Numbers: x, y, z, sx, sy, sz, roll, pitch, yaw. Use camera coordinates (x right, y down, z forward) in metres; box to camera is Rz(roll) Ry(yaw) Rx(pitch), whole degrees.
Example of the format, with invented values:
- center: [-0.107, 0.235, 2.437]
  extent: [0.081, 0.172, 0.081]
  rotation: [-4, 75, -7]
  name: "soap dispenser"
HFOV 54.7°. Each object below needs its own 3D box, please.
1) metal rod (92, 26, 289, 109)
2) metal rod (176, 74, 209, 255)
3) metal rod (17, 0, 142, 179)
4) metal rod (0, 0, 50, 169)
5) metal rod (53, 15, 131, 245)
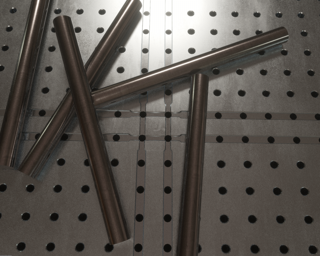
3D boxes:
- center: [0.045, -0.088, 0.444]
  extent: [0.302, 0.025, 0.025]
  rotation: [-20, 72, -8]
  name: "metal rod"
- center: [0.040, 0.069, 0.386]
  extent: [0.025, 0.025, 0.299]
  rotation: [6, 70, 2]
  name: "metal rod"
- center: [-0.103, -0.069, 0.435]
  extent: [0.025, 0.025, 0.300]
  rotation: [24, 71, 8]
  name: "metal rod"
- center: [-0.191, -0.091, 0.442]
  extent: [0.025, 0.025, 0.299]
  rotation: [3, 70, 0]
  name: "metal rod"
- center: [-0.090, -0.007, 0.393]
  extent: [0.025, 0.025, 0.299]
  rotation: [-16, 78, -6]
  name: "metal rod"
